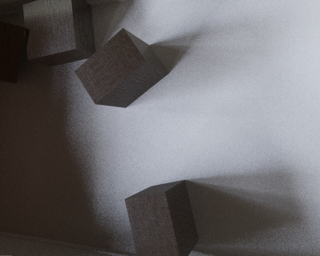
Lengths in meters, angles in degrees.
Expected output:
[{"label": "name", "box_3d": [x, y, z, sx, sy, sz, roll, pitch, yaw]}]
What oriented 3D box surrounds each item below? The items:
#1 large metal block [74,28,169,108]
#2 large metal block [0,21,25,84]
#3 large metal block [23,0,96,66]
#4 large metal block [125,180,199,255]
[{"label": "large metal block", "box_3d": [-0.046, -0.071, 0.397, 0.080, 0.080, 0.050, -37, 78, 16]}, {"label": "large metal block", "box_3d": [-0.235, -0.111, 0.458, 0.080, 0.050, 0.080, 18, 98, 62]}, {"label": "large metal block", "box_3d": [-0.144, -0.140, 0.448, 0.080, 0.050, 0.080, -7, 88, 19]}, {"label": "large metal block", "box_3d": [0.005, 0.114, 0.379, 0.050, 0.080, 0.080, -15, 85, 19]}]
